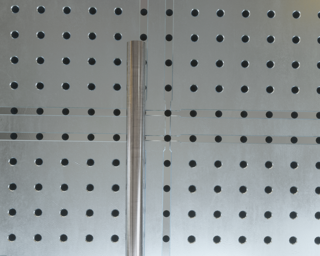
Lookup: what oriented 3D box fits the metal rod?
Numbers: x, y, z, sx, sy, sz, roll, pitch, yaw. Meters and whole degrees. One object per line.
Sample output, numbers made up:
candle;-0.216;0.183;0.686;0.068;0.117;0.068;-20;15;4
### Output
metal rod;-0.033;0.036;0.412;0.025;0.025;0.298;0;90;-1
